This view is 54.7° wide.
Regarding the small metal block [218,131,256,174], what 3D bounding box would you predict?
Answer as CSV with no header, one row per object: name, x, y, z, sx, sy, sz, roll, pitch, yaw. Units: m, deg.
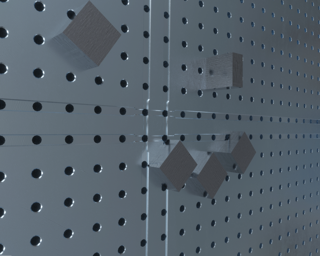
small metal block,0.132,0.041,0.523,0.050,0.025,0.050,-51,120,-28

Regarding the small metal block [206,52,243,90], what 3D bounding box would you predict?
small metal block,0.099,-0.086,0.479,0.025,0.050,0.050,0,90,-40

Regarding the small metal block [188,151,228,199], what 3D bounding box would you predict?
small metal block,0.071,0.071,0.471,0.050,0.025,0.050,-52,121,-28

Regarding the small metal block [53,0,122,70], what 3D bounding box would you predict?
small metal block,-0.079,-0.102,0.344,0.050,0.025,0.050,44,64,-32

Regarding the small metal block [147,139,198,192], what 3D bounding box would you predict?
small metal block,0.018,0.051,0.427,0.050,0.025,0.050,-52,121,-28
